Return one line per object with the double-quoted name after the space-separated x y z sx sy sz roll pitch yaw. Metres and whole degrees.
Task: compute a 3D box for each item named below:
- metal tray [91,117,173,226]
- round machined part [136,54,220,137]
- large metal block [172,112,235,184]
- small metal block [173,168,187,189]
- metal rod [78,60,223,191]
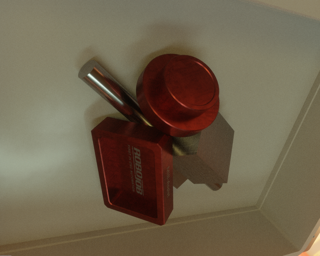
-0.031 0.056 0.385 0.030 0.090 0.129 -51 146 -50 "metal tray"
0.027 -0.042 0.347 0.099 0.098 0.042 -2 160 -28 "round machined part"
0.054 0.020 0.409 0.080 0.050 0.080 43 51 -39 "large metal block"
0.008 0.050 0.427 0.025 0.050 0.050 -44 130 2 "small metal block"
0.008 0.016 0.422 0.025 0.025 0.300 -45 130 3 "metal rod"
